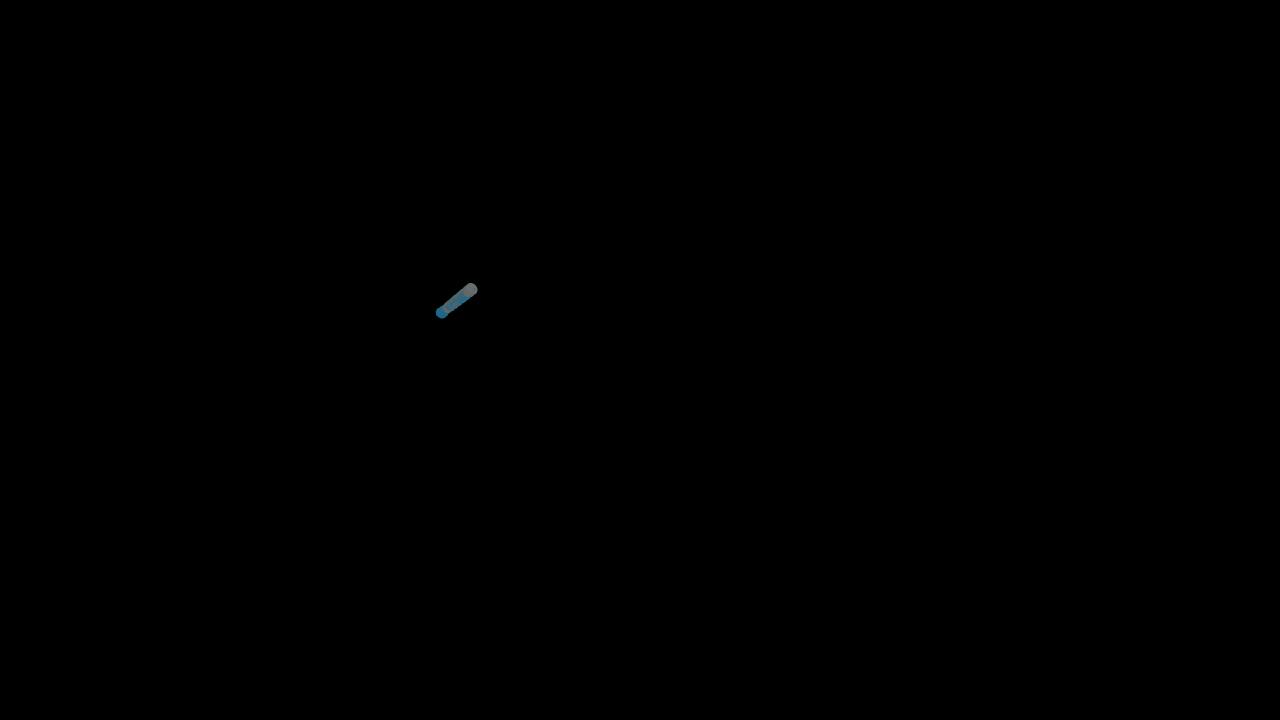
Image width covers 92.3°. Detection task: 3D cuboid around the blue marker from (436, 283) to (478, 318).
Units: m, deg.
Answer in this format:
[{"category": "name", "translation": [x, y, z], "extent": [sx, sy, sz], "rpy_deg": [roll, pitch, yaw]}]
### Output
[{"category": "blue marker", "translation": [-0.294, -0.093, 0.979], "extent": [0.020, 0.020, 0.121], "rpy_deg": [0, -16, -42]}]
